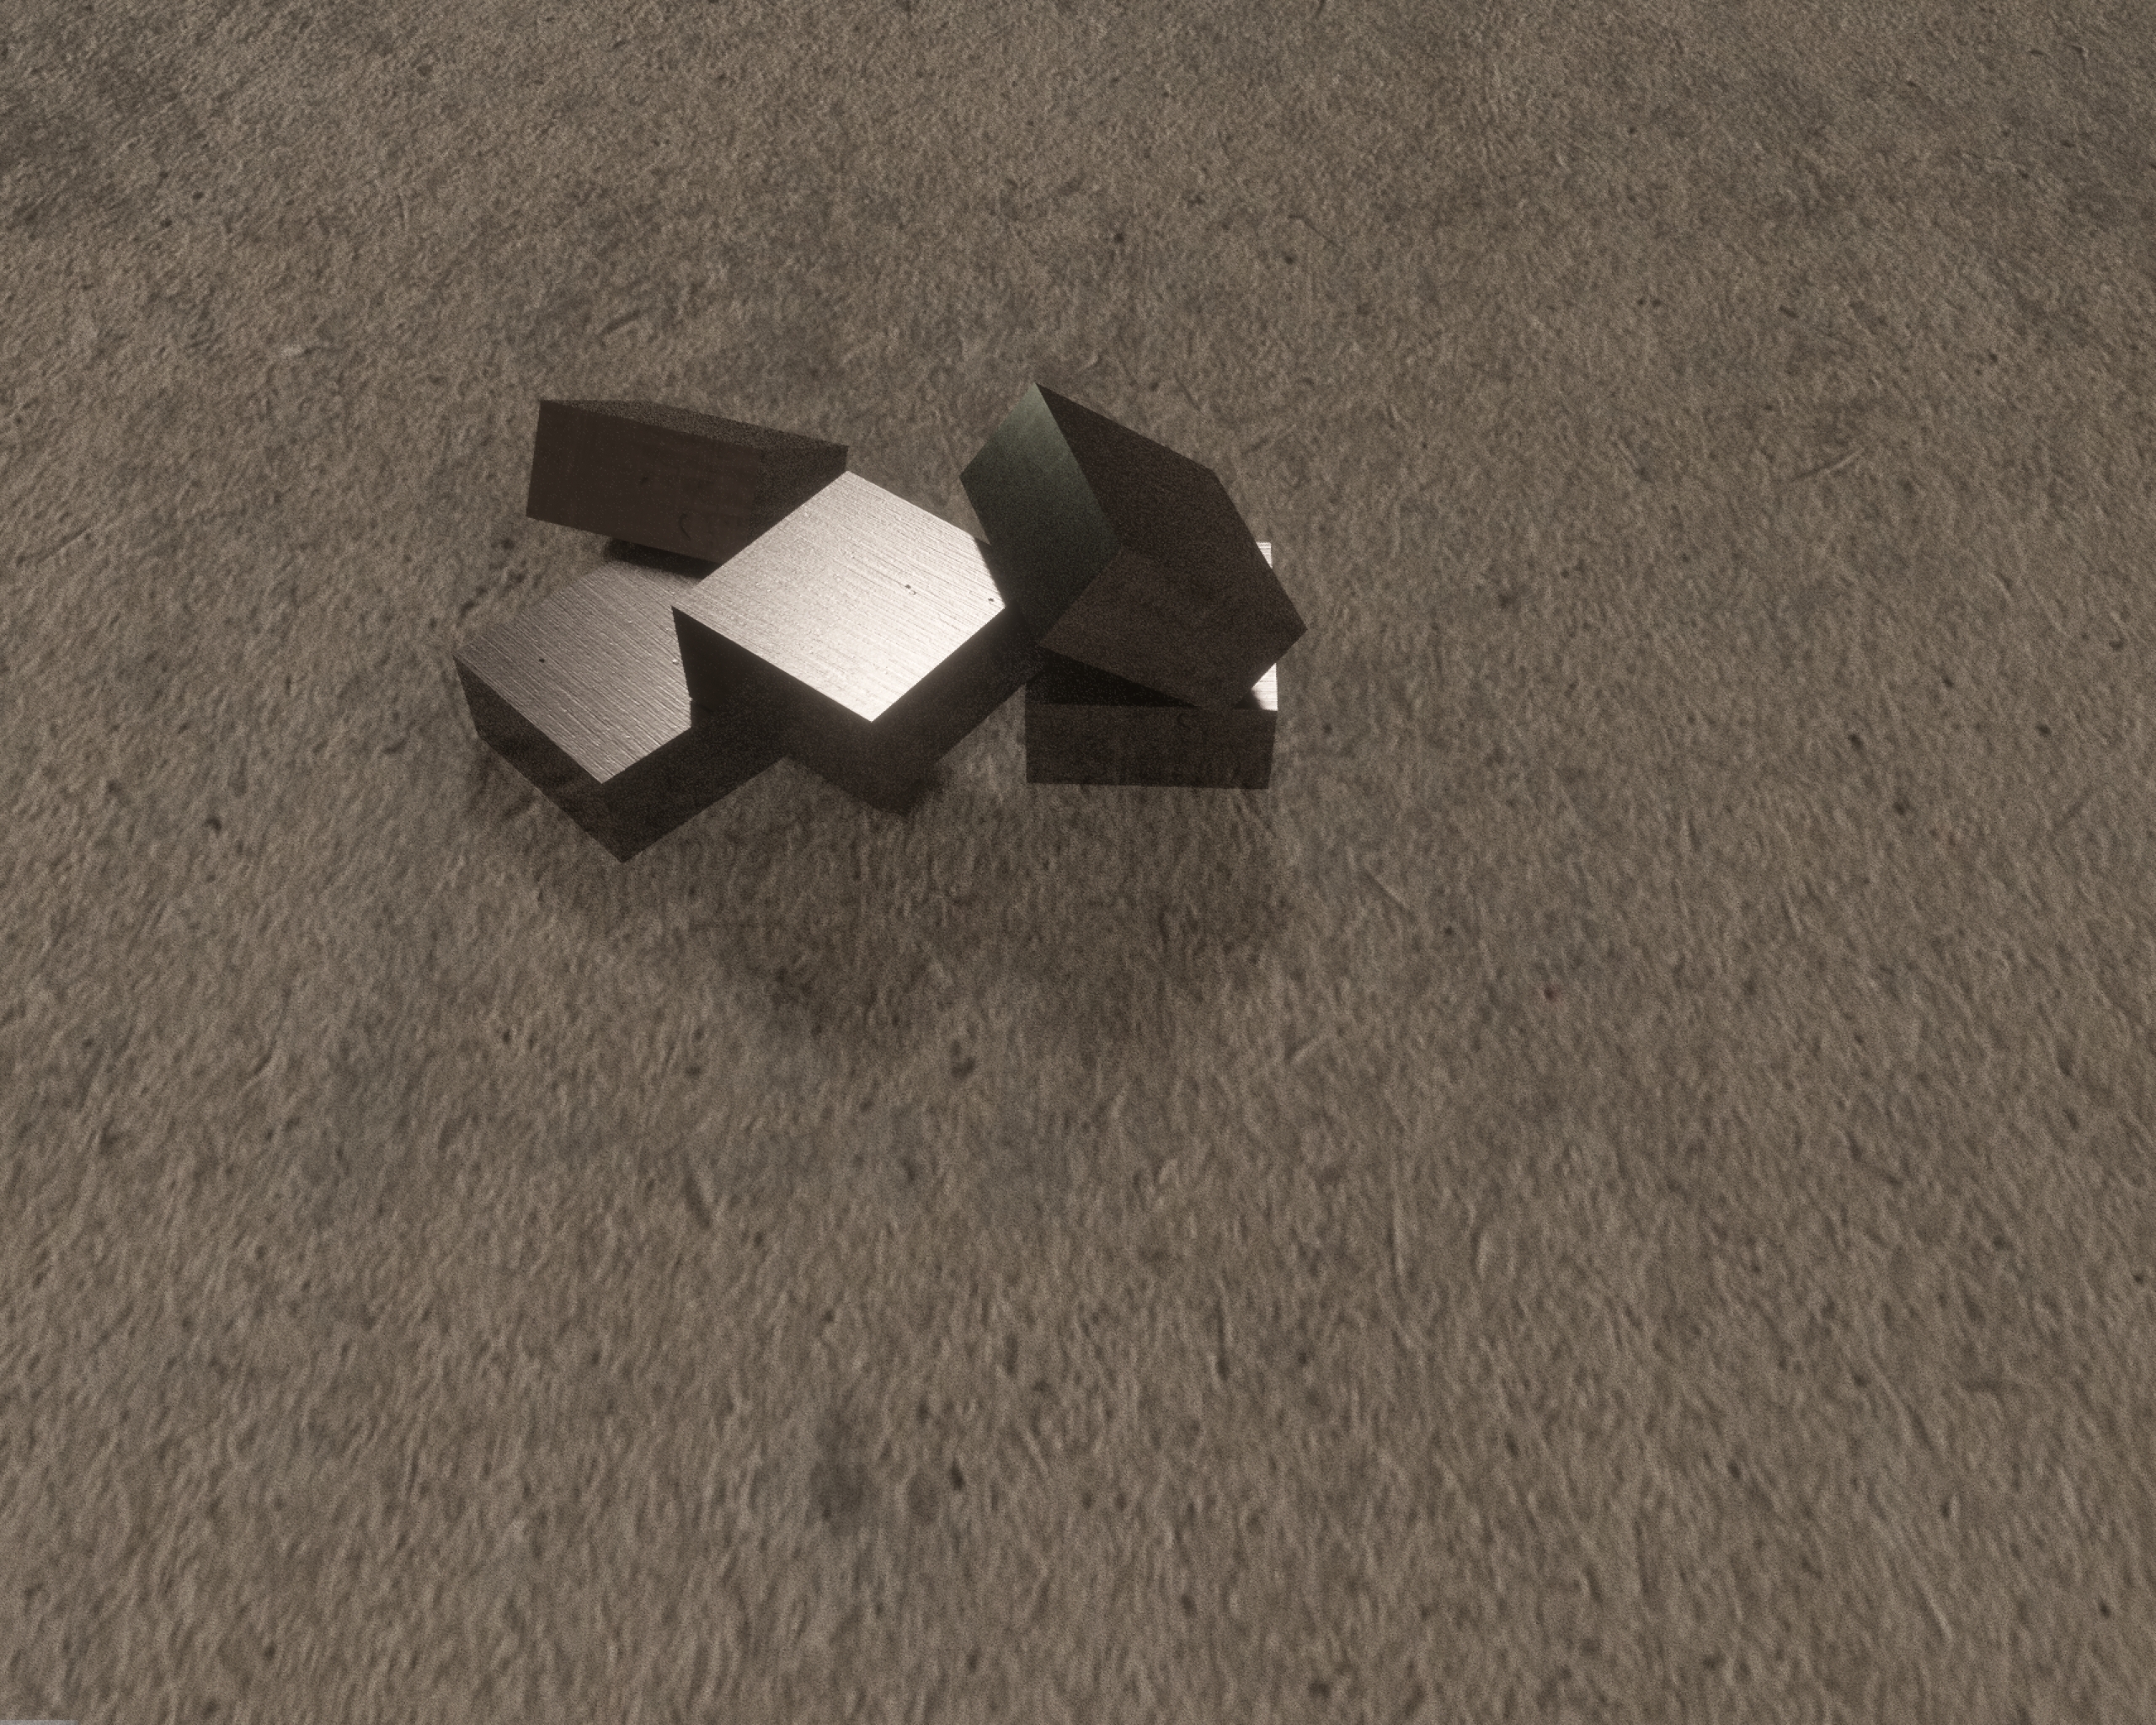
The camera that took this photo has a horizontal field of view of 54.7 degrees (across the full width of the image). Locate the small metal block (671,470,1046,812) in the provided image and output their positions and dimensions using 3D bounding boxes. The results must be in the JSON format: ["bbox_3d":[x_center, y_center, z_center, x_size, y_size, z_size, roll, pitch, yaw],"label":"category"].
[{"bbox_3d":[-0.042,-0.044,0.407,0.050,0.025,0.050,31,56,23],"label":"small metal block"}]

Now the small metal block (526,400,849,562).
[{"bbox_3d":[-0.085,-0.084,0.459,0.050,0.025,0.050,15,15,11],"label":"small metal block"}]

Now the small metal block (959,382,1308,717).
[{"bbox_3d":[0.010,-0.061,0.407,0.050,0.025,0.050,17,37,-41],"label":"small metal block"}]

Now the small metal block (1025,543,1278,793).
[{"bbox_3d":[0.015,-0.042,0.440,0.050,0.025,0.050,2,50,1],"label":"small metal block"}]

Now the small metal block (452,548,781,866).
[{"bbox_3d":[-0.091,-0.034,0.432,0.050,0.025,0.050,38,59,27],"label":"small metal block"}]
